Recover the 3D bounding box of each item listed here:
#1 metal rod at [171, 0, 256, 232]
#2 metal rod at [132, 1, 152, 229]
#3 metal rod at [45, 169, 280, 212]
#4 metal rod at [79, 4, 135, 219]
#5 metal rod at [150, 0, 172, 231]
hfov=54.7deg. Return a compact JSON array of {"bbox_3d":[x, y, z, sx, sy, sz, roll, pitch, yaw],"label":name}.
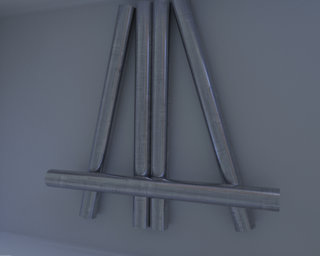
[{"bbox_3d":[0.065,-0.023,0.386,0.025,0.025,0.299,-17,84,19],"label":"metal rod"},{"bbox_3d":[-0.022,-0.017,0.417,0.025,0.025,0.298,1,90,20],"label":"metal rod"},{"bbox_3d":[-0.012,0.074,0.386,0.301,0.025,0.025,2,91,20],"label":"metal rod"},{"bbox_3d":[-0.074,-0.020,0.435,0.025,0.025,0.298,13,94,19],"label":"metal rod"},{"bbox_3d":[0.001,-0.018,0.409,0.025,0.025,0.298,1,90,20],"label":"metal rod"}]
